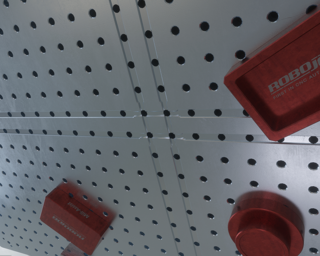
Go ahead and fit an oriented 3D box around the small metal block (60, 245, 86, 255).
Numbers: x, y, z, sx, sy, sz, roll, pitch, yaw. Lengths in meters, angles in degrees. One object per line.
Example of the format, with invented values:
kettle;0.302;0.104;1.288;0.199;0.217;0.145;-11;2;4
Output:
small metal block;-0.195;0.301;0.701;0.050;0.025;0.050;21;126;15

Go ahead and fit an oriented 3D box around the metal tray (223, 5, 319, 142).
metal tray;0.140;-0.052;0.301;0.130;0.030;0.090;-35;99;38

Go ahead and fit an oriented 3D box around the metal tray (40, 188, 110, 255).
metal tray;-0.171;0.186;0.614;0.130;0.030;0.089;33;129;6

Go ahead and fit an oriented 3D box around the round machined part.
round machined part;0.140;0.147;0.417;0.098;0.042;0.097;13;124;21
